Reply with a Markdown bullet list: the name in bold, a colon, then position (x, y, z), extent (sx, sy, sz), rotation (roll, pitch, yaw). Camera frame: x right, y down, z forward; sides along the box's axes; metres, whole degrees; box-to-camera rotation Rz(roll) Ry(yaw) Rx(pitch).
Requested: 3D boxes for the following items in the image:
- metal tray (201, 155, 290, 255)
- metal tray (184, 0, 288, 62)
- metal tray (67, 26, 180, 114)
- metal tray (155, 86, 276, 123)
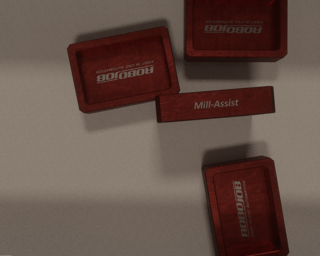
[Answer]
- **metal tray**: position (0.111, 0.108, 0.410), extent (0.091, 0.030, 0.129), rotation (-10, 90, -1)
- **metal tray**: position (0.098, -0.135, 0.410), extent (0.131, 0.030, 0.089), rotation (0, 90, -1)
- **metal tray**: position (-0.046, -0.074, 0.408), extent (0.131, 0.030, 0.089), rotation (-11, 90, -1)
- **metal tray**: position (0.060, -0.026, 0.379), extent (0.131, 0.090, 0.030), rotation (-5, 90, -1)
